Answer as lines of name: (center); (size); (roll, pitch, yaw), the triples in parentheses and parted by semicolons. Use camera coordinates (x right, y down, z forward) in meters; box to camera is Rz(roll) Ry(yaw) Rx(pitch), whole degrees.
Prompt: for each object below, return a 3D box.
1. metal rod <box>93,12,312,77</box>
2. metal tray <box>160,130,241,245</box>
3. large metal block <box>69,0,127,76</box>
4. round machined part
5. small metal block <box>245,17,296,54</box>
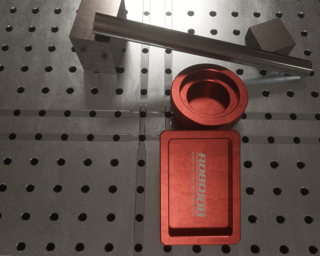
metal rod: (0.067, -0.104, 0.405); (0.302, 0.025, 0.025); (8, 69, -16)
metal tray: (0.045, 0.067, 0.362); (0.091, 0.030, 0.129); (0, 91, -1)
large metal block: (-0.080, -0.131, 0.430); (0.050, 0.080, 0.080); (10, 70, 3)
round machined part: (0.062, -0.035, 0.411); (0.099, 0.042, 0.098); (1, 60, -2)
small metal block: (0.164, -0.131, 0.462); (0.050, 0.025, 0.050); (-20, 71, -8)
